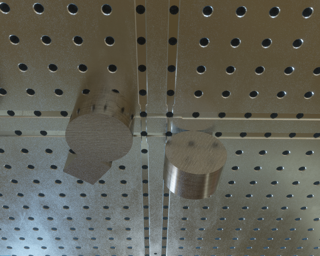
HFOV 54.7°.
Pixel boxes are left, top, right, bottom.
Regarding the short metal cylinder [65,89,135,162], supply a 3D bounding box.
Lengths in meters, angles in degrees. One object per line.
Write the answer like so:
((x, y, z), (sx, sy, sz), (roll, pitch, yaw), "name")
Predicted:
((-0.073, -0.002, 0.392), (0.081, 0.050, 0.079), (0, 130, 0), "short metal cylinder")

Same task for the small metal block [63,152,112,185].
((-0.105, 0.052, 0.455), (0.050, 0.025, 0.050), (31, 124, -24), "small metal block")

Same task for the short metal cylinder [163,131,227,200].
((0.045, 0.049, 0.417), (0.081, 0.080, 0.050), (2, 130, -2), "short metal cylinder")
